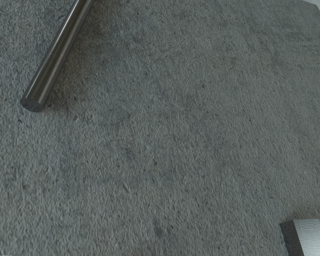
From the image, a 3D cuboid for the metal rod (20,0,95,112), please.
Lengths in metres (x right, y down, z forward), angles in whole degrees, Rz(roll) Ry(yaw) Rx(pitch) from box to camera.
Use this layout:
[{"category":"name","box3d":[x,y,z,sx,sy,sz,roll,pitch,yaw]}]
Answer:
[{"category":"metal rod","box3d":[-0.120,-0.146,0.429,0.025,0.025,0.300,22,53,-16]}]

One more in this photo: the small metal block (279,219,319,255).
[{"category":"small metal block","box3d":[0.197,0.152,0.420,0.050,0.025,0.050,7,59,-25]}]
